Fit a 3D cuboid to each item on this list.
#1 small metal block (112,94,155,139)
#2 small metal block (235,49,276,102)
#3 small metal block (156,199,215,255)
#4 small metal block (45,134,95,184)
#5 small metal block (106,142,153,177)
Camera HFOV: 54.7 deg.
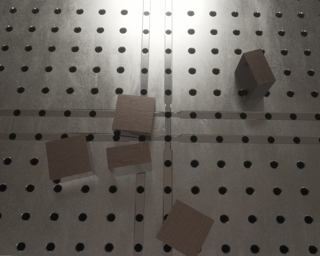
[{"bbox_3d":[-0.034,-0.016,0.417,0.050,0.025,0.050,6,70,2],"label":"small metal block"},{"bbox_3d":[0.129,-0.072,0.426,0.025,0.050,0.050,-16,71,-6],"label":"small metal block"},{"bbox_3d":[0.029,0.121,0.368,0.050,0.025,0.050,28,72,9],"label":"small metal block"},{"bbox_3d":[-0.114,0.040,0.396,0.050,0.025,0.050,-13,71,-5],"label":"small metal block"},{"bbox_3d":[-0.036,0.040,0.383,0.050,0.050,0.025,-8,71,-3],"label":"small metal block"}]
